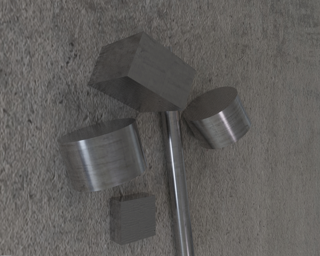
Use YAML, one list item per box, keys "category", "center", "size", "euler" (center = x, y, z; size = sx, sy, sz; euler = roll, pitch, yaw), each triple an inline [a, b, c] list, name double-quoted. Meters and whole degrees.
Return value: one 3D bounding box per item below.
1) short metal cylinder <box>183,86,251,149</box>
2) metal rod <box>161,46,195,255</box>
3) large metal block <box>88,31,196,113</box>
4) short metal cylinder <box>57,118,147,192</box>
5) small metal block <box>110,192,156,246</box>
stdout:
- category: "short metal cylinder"
  center: [0.080, -0.015, 0.436]
  size: [0.080, 0.080, 0.050]
  euler: [-46, 118, -30]
- category: "metal rod"
  center: [0.021, 0.042, 0.422]
  size: [0.025, 0.025, 0.298]
  euler: [-11, 97, -40]
- category: "large metal block"
  center: [-0.021, -0.057, 0.351]
  size: [0.080, 0.080, 0.050]
  euler: [28, 73, -37]
- category: "short metal cylinder"
  center: [-0.058, 0.025, 0.320]
  size: [0.081, 0.080, 0.050]
  euler: [-23, 105, -38]
- category: "small metal block"
  center: [-0.033, 0.109, 0.378]
  size: [0.050, 0.025, 0.050]
  euler: [-1, 91, -40]
